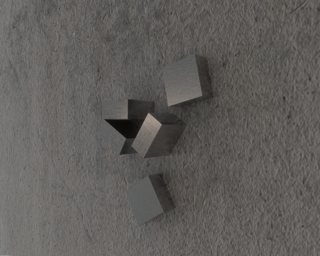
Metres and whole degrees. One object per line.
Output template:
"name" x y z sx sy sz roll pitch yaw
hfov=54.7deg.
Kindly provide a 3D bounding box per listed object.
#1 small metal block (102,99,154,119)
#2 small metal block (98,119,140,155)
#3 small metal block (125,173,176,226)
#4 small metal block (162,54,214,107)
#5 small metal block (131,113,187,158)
"small metal block" -0.044 -0.024 0.425 0.050 0.050 0.025 2 91 40
"small metal block" -0.048 0.011 0.428 0.050 0.050 0.025 38 113 33
"small metal block" -0.014 0.096 0.416 0.050 0.025 0.050 -38 67 33
"small metal block" 0.033 -0.056 0.378 0.050 0.025 0.050 -15 81 39
"small metal block" -0.001 0.009 0.389 0.025 0.050 0.050 43 116 31
